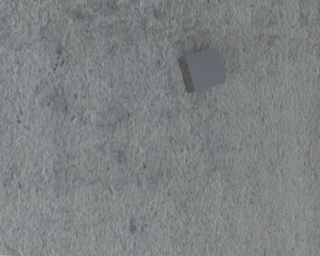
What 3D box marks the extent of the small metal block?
[{"bbox_3d":[0.058,-0.080,0.432,0.050,0.025,0.050,-18,96,-20],"label":"small metal block"}]
